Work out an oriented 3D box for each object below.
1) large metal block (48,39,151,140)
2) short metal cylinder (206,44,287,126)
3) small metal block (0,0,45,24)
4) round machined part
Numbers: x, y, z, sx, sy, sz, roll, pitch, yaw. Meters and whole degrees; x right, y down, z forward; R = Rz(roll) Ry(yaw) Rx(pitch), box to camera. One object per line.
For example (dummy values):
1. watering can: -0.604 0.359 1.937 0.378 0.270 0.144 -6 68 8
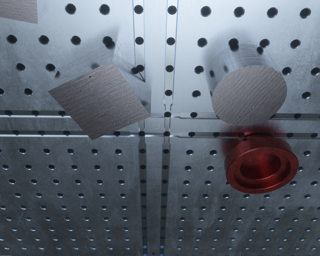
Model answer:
1. large metal block: -0.065 -0.042 0.359 0.080 0.050 0.080 -21 127 17
2. short metal cylinder: 0.097 -0.049 0.355 0.081 0.050 0.079 0 130 0
3. small metal block: -0.140 -0.133 0.296 0.050 0.025 0.050 9 130 -8
4. round machined part: 0.141 0.048 0.444 0.099 0.042 0.097 -1 130 0
